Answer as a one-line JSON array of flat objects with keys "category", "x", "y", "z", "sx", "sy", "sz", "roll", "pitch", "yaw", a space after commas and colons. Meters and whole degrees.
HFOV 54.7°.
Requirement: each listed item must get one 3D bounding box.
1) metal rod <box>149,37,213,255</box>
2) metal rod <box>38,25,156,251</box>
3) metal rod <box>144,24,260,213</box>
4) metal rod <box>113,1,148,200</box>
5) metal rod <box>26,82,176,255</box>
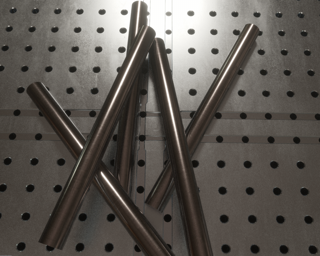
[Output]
[{"category": "metal rod", "x": 0.018, "y": 0.005, "z": 0.387, "sx": 0.025, "sy": 0.025, "sz": 0.299, "roll": -9, "pitch": 62, "yaw": -4}, {"category": "metal rod", "x": -0.063, "y": -0.009, "z": 0.372, "sx": 0.025, "sy": 0.025, "sz": 0.300, "roll": 17, "pitch": 64, "yaw": 6}, {"category": "metal rod", "x": 0.065, "y": -0.026, "z": 0.421, "sx": 0.025, "sy": 0.025, "sz": 0.300, "roll": 28, "pitch": 72, "yaw": 9}, {"category": "metal rod", "x": -0.040, "y": -0.048, "z": 0.428, "sx": 0.025, "sy": 0.025, "sz": 0.299, "roll": 3, "pitch": 70, "yaw": 1}, {"category": "metal rod", "x": -0.079, "y": 0.047, "z": 0.372, "sx": 0.025, "sy": 0.025, "sz": 0.300, "roll": -37, "pitch": 67, "yaw": -13}]
